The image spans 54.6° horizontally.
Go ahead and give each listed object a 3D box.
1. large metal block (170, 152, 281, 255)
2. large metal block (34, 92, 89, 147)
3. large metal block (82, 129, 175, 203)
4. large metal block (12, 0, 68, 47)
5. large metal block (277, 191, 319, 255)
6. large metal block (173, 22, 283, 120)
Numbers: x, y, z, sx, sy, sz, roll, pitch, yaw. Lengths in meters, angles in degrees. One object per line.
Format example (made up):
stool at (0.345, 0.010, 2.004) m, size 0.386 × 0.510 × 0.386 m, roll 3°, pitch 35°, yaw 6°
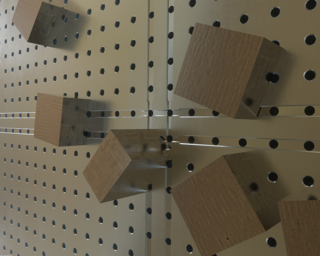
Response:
large metal block at (0.070, 0.082, 0.336) m, size 0.080 × 0.050 × 0.080 m, roll -41°, pitch 65°, yaw 32°
large metal block at (-0.172, -0.016, 0.537) m, size 0.080 × 0.050 × 0.080 m, roll 12°, pitch 98°, yaw 39°
large metal block at (-0.041, 0.047, 0.408) m, size 0.050 × 0.081 × 0.080 m, roll 51°, pitch 120°, yaw 28°
large metal block at (-0.228, -0.212, 0.583) m, size 0.080 × 0.050 × 0.080 m, roll 48°, pitch 119°, yaw 29°
large metal block at (0.156, 0.097, 0.264) m, size 0.080 × 0.050 × 0.080 m, roll -13°, pitch 82°, yaw 39°
large metal block at (0.071, -0.061, 0.335) m, size 0.080 × 0.050 × 0.080 m, roll 28°, pitch 107°, yaw 36°
